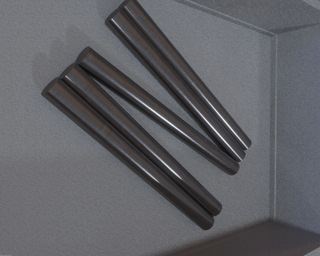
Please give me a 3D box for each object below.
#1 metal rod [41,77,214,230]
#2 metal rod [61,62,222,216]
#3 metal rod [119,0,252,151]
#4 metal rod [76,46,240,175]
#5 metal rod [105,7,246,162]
[{"bbox_3d":[-0.020,0.050,0.388,0.300,0.025,0.025,45,63,-31],"label":"metal rod"},{"bbox_3d":[-0.006,0.032,0.400,0.300,0.025,0.025,45,63,-31],"label":"metal rod"},{"bbox_3d":[0.051,-0.061,0.447,0.300,0.025,0.025,44,64,-31],"label":"metal rod"},{"bbox_3d":[0.017,-0.006,0.419,0.301,0.025,0.025,35,68,-34],"label":"metal rod"},{"bbox_3d":[0.038,-0.042,0.436,0.300,0.025,0.025,44,64,-31],"label":"metal rod"}]
